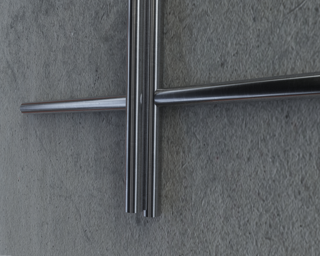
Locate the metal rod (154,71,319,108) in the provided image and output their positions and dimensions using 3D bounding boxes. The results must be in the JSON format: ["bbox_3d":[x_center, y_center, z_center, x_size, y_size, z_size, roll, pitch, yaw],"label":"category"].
[{"bbox_3d":[0.117,-0.040,0.309,0.300,0.025,0.025,0,90,39],"label":"metal rod"}]

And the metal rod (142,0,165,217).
[{"bbox_3d":[-0.009,-0.033,0.413,0.025,0.025,0.298,2,91,39],"label":"metal rod"}]

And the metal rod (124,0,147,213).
[{"bbox_3d":[-0.032,-0.041,0.405,0.025,0.025,0.298,2,91,39],"label":"metal rod"}]

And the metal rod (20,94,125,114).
[{"bbox_3d":[-0.154,-0.038,0.530,0.300,0.025,0.025,1,91,39],"label":"metal rod"}]

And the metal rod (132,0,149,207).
[{"bbox_3d":[-0.028,-0.039,0.428,0.025,0.025,0.298,2,91,39],"label":"metal rod"}]
